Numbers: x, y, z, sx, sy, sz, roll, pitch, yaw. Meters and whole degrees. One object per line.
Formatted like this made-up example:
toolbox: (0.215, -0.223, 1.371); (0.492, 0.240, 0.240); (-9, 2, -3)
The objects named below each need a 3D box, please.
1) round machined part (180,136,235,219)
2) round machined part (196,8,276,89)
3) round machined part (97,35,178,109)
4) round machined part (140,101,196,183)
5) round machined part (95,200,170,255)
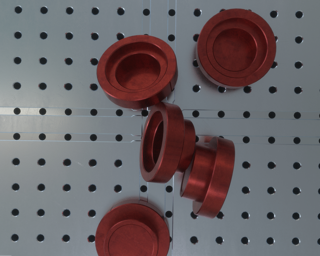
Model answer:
round machined part: (0.053, 0.056, 0.377); (0.042, 0.098, 0.098); (16, 90, 0)
round machined part: (0.096, -0.100, 0.405); (0.099, 0.042, 0.097); (0, 90, 0)
round machined part: (-0.026, -0.066, 0.392); (0.098, 0.042, 0.098); (-3, 64, 7)
round machined part: (0.010, 0.019, 0.380); (0.042, 0.098, 0.098); (11, 90, -18)
round machined part: (-0.036, 0.147, 0.405); (0.099, 0.042, 0.097); (0, 90, 0)
